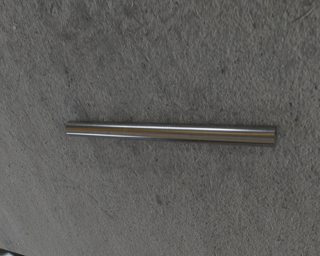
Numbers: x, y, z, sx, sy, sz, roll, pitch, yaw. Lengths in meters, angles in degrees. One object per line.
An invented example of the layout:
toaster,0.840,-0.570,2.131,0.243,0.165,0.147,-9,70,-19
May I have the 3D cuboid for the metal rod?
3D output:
metal rod,-0.004,0.005,0.414,0.300,0.025,0.025,2,119,27
